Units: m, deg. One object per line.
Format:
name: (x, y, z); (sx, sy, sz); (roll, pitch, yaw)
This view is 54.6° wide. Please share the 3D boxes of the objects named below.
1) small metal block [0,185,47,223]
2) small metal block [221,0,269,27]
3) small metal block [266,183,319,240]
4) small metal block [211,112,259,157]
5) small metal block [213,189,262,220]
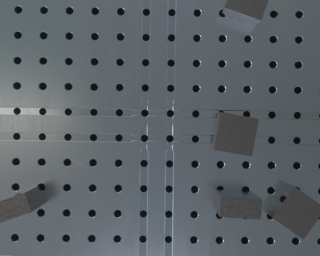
small metal block: (-0.183, 0.098, 0.400); (0.050, 0.050, 0.025); (-19, 90, 0)
small metal block: (0.116, -0.171, 0.414); (0.050, 0.025, 0.050); (20, 90, 0)
small metal block: (0.180, 0.110, 0.415); (0.050, 0.025, 0.050); (35, 90, 0)
small metal block: (0.099, 0.008, 0.414); (0.050, 0.025, 0.050); (10, 90, 0)
small metal block: (0.099, 0.097, 0.402); (0.050, 0.050, 0.025); (4, 90, 0)
